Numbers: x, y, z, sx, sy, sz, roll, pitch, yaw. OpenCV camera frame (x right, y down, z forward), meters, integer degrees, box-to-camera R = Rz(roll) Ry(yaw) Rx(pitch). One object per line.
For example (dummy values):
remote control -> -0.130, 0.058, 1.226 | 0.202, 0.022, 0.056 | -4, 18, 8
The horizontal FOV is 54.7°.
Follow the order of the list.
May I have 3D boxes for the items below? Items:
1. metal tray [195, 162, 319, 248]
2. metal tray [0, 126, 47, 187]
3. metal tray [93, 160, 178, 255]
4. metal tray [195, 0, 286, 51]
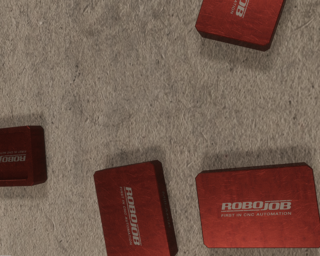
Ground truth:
metal tray -> 0.113, 0.092, 0.366 | 0.130, 0.030, 0.089 | -8, 87, 19
metal tray -> -0.245, 0.046, 0.490 | 0.130, 0.030, 0.089 | -5, 88, 19
metal tray -> -0.033, 0.114, 0.417 | 0.090, 0.030, 0.129 | -12, 86, 19
metal tray -> 0.105, -0.166, 0.369 | 0.090, 0.030, 0.129 | 19, 96, 18
